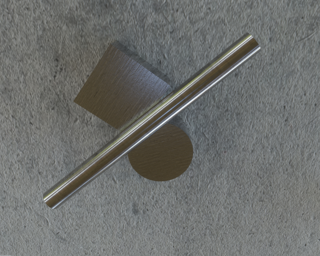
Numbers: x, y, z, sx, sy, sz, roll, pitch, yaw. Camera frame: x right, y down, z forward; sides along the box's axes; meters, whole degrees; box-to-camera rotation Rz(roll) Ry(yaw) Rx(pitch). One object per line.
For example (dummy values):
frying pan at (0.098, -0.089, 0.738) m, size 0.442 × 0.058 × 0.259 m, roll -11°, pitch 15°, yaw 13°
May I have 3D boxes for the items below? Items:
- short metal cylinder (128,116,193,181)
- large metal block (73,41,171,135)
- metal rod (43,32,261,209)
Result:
short metal cylinder at (0.001, 0.022, 0.405) m, size 0.081 × 0.050 × 0.079 m, roll 0°, pitch 110°, yaw 0°
large metal block at (-0.044, -0.048, 0.378) m, size 0.080 × 0.050 × 0.080 m, roll 34°, pitch 106°, yaw -12°
metal rod at (-0.017, -0.001, 0.356) m, size 0.300 × 0.025 × 0.025 m, roll -38°, pitch 106°, yaw 10°
